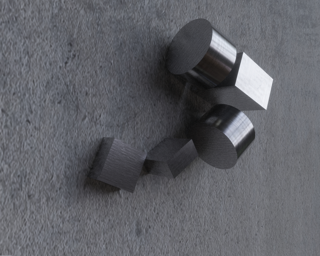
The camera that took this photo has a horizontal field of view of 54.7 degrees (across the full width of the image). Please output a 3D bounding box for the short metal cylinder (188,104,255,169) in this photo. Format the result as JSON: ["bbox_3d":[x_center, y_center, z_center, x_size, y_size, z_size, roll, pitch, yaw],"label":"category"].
[{"bbox_3d":[0.088,0.012,0.445,0.050,0.080,0.080,-42,116,-32],"label":"short metal cylinder"}]

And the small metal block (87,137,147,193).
[{"bbox_3d":[-0.049,0.044,0.365,0.050,0.025,0.050,31,71,-36],"label":"small metal block"}]

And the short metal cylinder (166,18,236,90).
[{"bbox_3d":[0.054,-0.098,0.416,0.050,0.080,0.080,24,75,-38],"label":"short metal cylinder"}]

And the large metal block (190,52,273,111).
[{"bbox_3d":[0.107,-0.064,0.461,0.080,0.080,0.050,27,73,-37],"label":"large metal block"}]

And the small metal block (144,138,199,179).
[{"bbox_3d":[0.013,0.037,0.401,0.050,0.050,0.025,-38,114,-34],"label":"small metal block"}]
